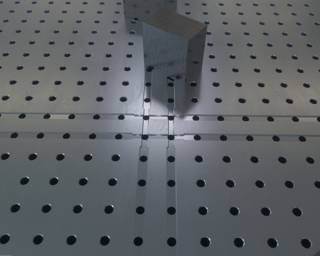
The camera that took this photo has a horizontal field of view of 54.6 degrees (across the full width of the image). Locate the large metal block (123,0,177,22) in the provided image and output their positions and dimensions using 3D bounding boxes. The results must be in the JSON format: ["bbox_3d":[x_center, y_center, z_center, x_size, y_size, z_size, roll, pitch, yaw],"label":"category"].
[{"bbox_3d":[-0.017,-0.248,0.600,0.080,0.050,0.080,16,52,13],"label":"large metal block"}]

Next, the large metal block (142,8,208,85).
[{"bbox_3d":[0.021,-0.126,0.478,0.080,0.080,0.050,29,56,22],"label":"large metal block"}]

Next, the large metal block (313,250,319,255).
[{"bbox_3d":[0.151,0.153,0.264,0.080,0.050,0.080,-26,55,-20],"label":"large metal block"}]
